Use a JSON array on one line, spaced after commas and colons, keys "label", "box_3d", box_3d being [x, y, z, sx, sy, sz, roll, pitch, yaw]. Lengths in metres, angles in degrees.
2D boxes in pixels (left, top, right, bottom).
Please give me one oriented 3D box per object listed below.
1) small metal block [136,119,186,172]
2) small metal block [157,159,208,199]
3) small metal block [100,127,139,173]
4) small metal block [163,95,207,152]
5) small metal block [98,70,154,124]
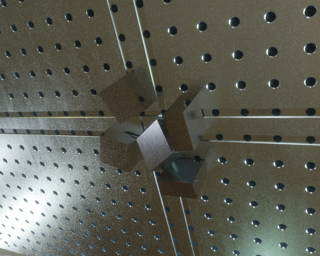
[{"label": "small metal block", "box_3d": [0.000, 0.023, 0.409, 0.050, 0.025, 0.050, -43, 61, 38]}, {"label": "small metal block", "box_3d": [0.031, 0.067, 0.418, 0.050, 0.050, 0.025, 1, 121, 28]}, {"label": "small metal block", "box_3d": [-0.061, 0.032, 0.461, 0.050, 0.025, 0.050, 17, 125, 18]}, {"label": "small metal block", "box_3d": [0.032, -0.006, 0.373, 0.025, 0.050, 0.050, -5, 116, 30]}, {"label": "small metal block", "box_3d": [-0.045, -0.040, 0.409, 0.050, 0.025, 0.050, -26, 105, 36]}]
